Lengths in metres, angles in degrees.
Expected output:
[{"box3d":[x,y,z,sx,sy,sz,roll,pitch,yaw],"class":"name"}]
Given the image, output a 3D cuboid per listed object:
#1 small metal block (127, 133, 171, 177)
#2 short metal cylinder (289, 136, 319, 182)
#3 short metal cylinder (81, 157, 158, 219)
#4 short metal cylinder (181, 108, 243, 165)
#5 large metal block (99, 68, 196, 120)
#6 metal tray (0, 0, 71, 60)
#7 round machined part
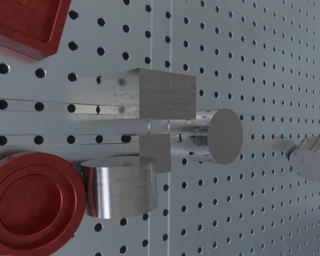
[{"box3d":[-0.013,0.033,0.398,0.050,0.025,0.050,-3,92,-40],"class":"small metal block"},{"box3d":[0.318,0.063,0.640,0.050,0.080,0.080,-37,113,-34],"class":"short metal cylinder"},{"box3d":[-0.043,0.061,0.337,0.081,0.080,0.050,-4,93,-40],"class":"short metal cylinder"},{"box3d":[0.078,0.012,0.458,0.081,0.050,0.080,0,90,-40],"class":"short metal cylinder"},{"box3d":[-0.015,-0.035,0.360,0.081,0.080,0.050,0,90,-40],"class":"large metal block"},{"box3d":[-0.150,-0.128,0.279,0.131,0.030,0.090,19,78,-38],"class":"metal tray"},{"box3d":[-0.125,0.071,0.294,0.099,0.042,0.097,0,90,-40],"class":"round machined part"}]
